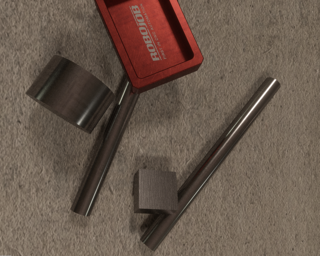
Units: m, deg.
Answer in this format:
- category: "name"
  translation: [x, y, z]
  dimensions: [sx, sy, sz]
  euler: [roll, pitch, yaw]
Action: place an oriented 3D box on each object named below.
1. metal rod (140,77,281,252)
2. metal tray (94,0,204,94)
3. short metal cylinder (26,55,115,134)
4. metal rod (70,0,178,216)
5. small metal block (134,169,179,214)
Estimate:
- category: "metal rod"
  translation: [0.078, 0.042, 0.439]
  dimensions: [0.025, 0.025, 0.300]
  euler: [44, 76, -15]
- category: "metal tray"
  translation: [-0.015, -0.118, 0.377]
  dimensions: [0.091, 0.030, 0.129]
  euler: [-23, 85, -6]
- category: "short metal cylinder"
  translation: [-0.098, -0.036, 0.344]
  dimensions: [0.080, 0.080, 0.050]
  euler: [35, 79, -17]
- category: "metal rod"
  translation: [-0.042, -0.036, 0.394]
  dimensions: [0.025, 0.025, 0.299]
  euler: [24, 82, -19]
- category: "small metal block"
  translation: [-0.006, 0.082, 0.396]
  dimensions: [0.050, 0.025, 0.050]
  euler: [7, 60, -17]
